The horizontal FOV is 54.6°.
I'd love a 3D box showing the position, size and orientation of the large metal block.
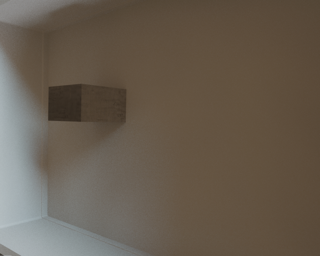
[{"bbox_3d":[-0.108,-0.035,0.461,0.080,0.081,0.050,2,92,40],"label":"large metal block"}]
